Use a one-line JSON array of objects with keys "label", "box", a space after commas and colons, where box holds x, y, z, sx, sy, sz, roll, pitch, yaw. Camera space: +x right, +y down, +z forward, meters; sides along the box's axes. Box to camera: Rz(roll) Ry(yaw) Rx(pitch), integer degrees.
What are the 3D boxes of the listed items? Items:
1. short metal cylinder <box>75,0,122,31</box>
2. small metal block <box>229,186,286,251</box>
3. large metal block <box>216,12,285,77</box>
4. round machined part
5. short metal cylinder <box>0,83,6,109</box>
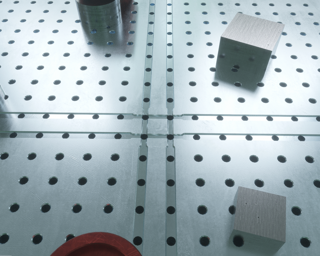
[{"label": "short metal cylinder", "box": [-0.114, -0.226, 0.580, 0.080, 0.050, 0.080, 0, 50, 0]}, {"label": "small metal block", "box": [0.104, 0.095, 0.328, 0.050, 0.025, 0.050, 12, 51, 9]}, {"label": "large metal block", "box": [0.148, -0.139, 0.509, 0.080, 0.050, 0.080, 22, 53, 17]}, {"label": "round machined part", "box": [-0.057, 0.147, 0.272, 0.099, 0.042, 0.098, 0, 50, 0]}, {"label": "short metal cylinder", "box": [-0.268, -0.053, 0.434, 0.080, 0.050, 0.080, 0, 50, 0]}]
